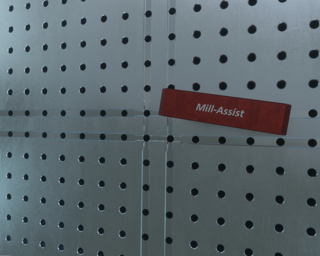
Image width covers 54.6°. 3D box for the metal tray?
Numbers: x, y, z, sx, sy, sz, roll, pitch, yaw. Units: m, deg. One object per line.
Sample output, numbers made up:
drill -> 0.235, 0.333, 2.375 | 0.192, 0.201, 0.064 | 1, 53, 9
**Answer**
metal tray -> 0.075, -0.018, 0.351 | 0.130, 0.090, 0.030 | 10, 94, 19
